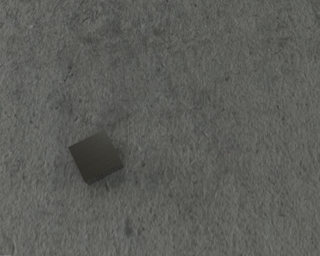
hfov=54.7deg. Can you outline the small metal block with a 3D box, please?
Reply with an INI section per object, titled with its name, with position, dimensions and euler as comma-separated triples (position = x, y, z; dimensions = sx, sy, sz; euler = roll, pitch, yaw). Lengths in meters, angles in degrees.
[small metal block]
position = -0.080, 0.037, 0.394
dimensions = 0.050, 0.025, 0.050
euler = -27, 73, -10
